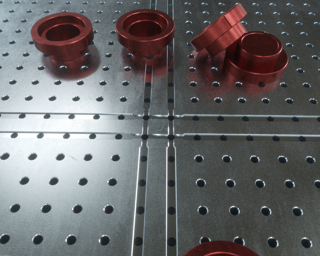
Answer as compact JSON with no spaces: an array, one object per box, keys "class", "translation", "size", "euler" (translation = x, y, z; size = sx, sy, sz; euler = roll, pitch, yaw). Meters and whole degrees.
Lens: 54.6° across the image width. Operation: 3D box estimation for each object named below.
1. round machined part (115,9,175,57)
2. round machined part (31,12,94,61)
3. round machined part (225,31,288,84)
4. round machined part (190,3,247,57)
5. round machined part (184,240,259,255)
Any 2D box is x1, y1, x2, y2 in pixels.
[{"class":"round machined part","translation":[-0.025,-0.159,0.531],"size":[0.099,0.042,0.098],"euler":[0,50,0]},{"class":"round machined part","translation":[-0.161,-0.151,0.523],"size":[0.099,0.042,0.098],"euler":[0,50,0]},{"class":"round machined part","translation":[0.156,-0.119,0.497],"size":[0.099,0.042,0.098],"euler":[0,50,0]},{"class":"round machined part","translation":[0.100,-0.153,0.503],"size":[0.042,0.098,0.098],"euler":[51,59,-10]},{"class":"round machined part","translation":[0.055,0.153,0.268],"size":[0.099,0.042,0.098],"euler":[0,50,0]}]
